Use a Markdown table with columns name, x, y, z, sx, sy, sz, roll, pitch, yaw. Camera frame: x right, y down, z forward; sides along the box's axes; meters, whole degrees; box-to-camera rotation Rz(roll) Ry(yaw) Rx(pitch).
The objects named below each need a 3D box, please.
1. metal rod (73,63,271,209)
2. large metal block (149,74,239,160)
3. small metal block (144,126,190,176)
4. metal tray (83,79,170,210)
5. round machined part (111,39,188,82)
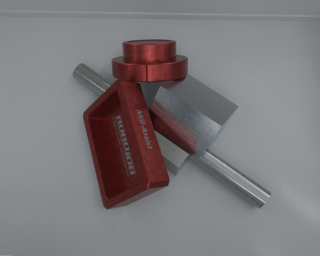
| name | x | y | z | sx | sy | sz | roll | pitch | yaw |
| --- | --- | --- | --- | --- | --- | --- | --- | --- | --- |
| metal rod | 0.007 | 0.004 | 0.407 | 0.300 | 0.025 | 0.025 | 35 | 74 | 11 |
| large metal block | 0.040 | -0.018 | 0.381 | 0.080 | 0.050 | 0.080 | 35 | 31 | 12 |
| small metal block | 0.009 | 0.030 | 0.384 | 0.050 | 0.050 | 0.025 | 36 | 74 | 12 |
| metal tray | -0.045 | 0.020 | 0.367 | 0.030 | 0.090 | 0.130 | 2 | 63 | -44 |
| round machined part | -0.013 | -0.091 | 0.400 | 0.099 | 0.098 | 0.042 | -2 | 111 | -1 |
